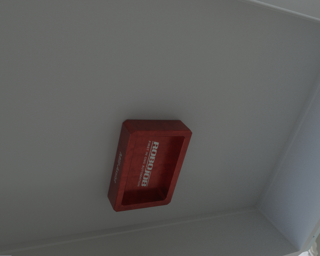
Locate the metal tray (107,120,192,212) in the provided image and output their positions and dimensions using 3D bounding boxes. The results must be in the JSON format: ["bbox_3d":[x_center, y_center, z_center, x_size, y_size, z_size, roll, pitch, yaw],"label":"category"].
[{"bbox_3d":[-0.016,0.052,0.430,0.091,0.030,0.129,0,119,-29],"label":"metal tray"}]
